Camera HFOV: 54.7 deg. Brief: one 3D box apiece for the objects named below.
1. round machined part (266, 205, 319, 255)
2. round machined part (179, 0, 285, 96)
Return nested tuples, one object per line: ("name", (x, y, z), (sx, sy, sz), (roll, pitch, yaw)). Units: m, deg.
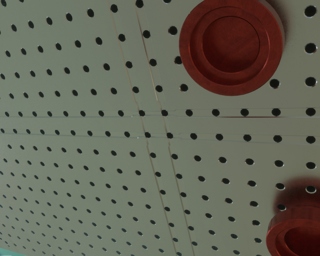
("round machined part", (0.186, 0.136, 0.386), (0.098, 0.042, 0.097), (13, 124, 20))
("round machined part", (0.072, -0.085, 0.309), (0.098, 0.042, 0.097), (13, 124, 20))
